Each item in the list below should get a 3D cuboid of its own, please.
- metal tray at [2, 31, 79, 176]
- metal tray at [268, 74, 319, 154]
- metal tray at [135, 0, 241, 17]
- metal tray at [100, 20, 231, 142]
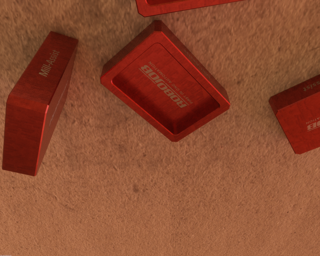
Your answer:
[{"bbox_3d":[-0.117,-0.029,0.312,0.030,0.130,0.089,16,128,-13],"label":"metal tray"},{"bbox_3d":[0.216,-0.026,0.385,0.130,0.030,0.090,-26,126,20],"label":"metal tray"},{"bbox_3d":[0.037,-0.156,0.271,0.131,0.030,0.090,-8,130,6],"label":"metal tray"},{"bbox_3d":[0.008,-0.048,0.363,0.090,0.030,0.130,-35,123,25],"label":"metal tray"}]
